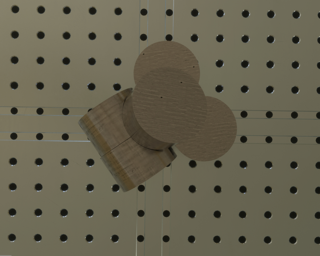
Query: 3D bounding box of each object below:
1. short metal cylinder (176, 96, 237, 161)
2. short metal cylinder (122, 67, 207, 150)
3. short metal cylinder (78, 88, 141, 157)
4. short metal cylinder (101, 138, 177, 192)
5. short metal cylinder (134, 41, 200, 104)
[{"bbox_3d":[0.053,0.001,0.401,0.081,0.050,0.079,0,90,-1],"label":"short metal cylinder"},{"bbox_3d":[0.004,-0.019,0.337,0.081,0.050,0.080,4,77,-17],"label":"short metal cylinder"},{"bbox_3d":[-0.053,-0.007,0.385,0.080,0.080,0.050,-34,90,0],"label":"short metal cylinder"},{"bbox_3d":[-0.026,0.036,0.385,0.080,0.080,0.050,-34,90,0],"label":"short metal cylinder"},{"bbox_3d":[0.008,-0.066,0.400,0.081,0.050,0.079,0,90,-1],"label":"short metal cylinder"}]
